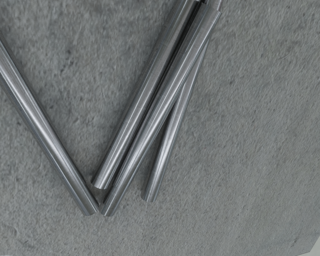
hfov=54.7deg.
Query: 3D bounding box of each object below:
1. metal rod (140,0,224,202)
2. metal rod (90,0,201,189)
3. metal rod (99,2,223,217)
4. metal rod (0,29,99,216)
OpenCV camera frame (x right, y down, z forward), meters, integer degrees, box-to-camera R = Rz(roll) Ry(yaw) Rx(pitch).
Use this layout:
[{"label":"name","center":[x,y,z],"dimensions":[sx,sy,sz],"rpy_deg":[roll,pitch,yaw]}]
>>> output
[{"label":"metal rod","center":[0.023,-0.028,0.403],"dimensions":[0.025,0.025,0.298],"rpy_deg":[3,117,-30]},{"label":"metal rod","center":[-0.014,-0.054,0.367],"dimensions":[0.025,0.025,0.298],"rpy_deg":[16,110,-35]},{"label":"metal rod","center":[-0.010,-0.006,0.384],"dimensions":[0.025,0.025,0.298],"rpy_deg":[13,116,-34]},{"label":"metal rod","center":[-0.130,-0.004,0.333],"dimensions":[0.025,0.025,0.298],"rpy_deg":[-26,128,-12]}]
